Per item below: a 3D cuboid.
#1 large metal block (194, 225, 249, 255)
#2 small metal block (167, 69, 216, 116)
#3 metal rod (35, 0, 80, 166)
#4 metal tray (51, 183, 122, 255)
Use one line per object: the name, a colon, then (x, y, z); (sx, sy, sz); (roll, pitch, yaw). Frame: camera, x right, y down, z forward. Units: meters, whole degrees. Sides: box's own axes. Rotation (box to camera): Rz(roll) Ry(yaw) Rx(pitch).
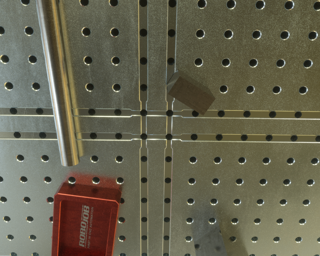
large metal block: (0.100, 0.210, 0.462); (0.050, 0.080, 0.080); (-39, 106, 13)
small metal block: (0.037, -0.046, 0.383); (0.050, 0.050, 0.025); (31, 107, -11)
metal rod: (-0.129, -0.092, 0.378); (0.025, 0.025, 0.298); (-2, 110, 0)
metal tray: (-0.111, 0.150, 0.464); (0.091, 0.030, 0.129); (8, 110, -3)
